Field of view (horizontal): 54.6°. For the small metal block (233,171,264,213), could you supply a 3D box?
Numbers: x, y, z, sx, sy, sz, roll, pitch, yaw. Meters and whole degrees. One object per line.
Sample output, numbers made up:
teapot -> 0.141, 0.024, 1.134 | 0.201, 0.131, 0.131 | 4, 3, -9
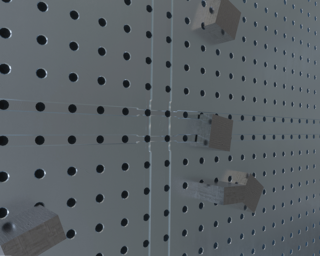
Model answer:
small metal block -> 0.148, 0.110, 0.532 | 0.050, 0.025, 0.050 | 43, 64, -32

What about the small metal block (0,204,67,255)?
small metal block -> -0.124, 0.099, 0.289 | 0.050, 0.050, 0.025 | -24, 106, -37

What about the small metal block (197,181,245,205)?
small metal block -> 0.093, 0.097, 0.469 | 0.050, 0.050, 0.025 | 5, 87, -40

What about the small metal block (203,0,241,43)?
small metal block -> 0.099, -0.171, 0.490 | 0.050, 0.025, 0.050 | 25, 74, -37

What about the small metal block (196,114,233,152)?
small metal block -> 0.085, 0.008, 0.479 | 0.050, 0.025, 0.050 | 13, 82, -39
